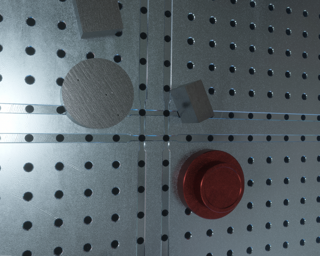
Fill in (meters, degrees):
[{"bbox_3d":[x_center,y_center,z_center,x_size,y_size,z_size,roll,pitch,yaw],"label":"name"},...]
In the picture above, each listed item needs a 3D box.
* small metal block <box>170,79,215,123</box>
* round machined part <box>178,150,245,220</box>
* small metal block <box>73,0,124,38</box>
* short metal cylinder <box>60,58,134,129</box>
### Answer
[{"bbox_3d":[0.042,-0.034,0.416,0.025,0.050,0.050,-25,99,-19],"label":"small metal block"},{"bbox_3d":[0.078,0.080,0.434,0.099,0.042,0.097,0,90,-20],"label":"round machined part"},{"bbox_3d":[-0.077,-0.142,0.384,0.050,0.025,0.050,-13,95,-20],"label":"small metal block"},{"bbox_3d":[-0.077,-0.039,0.372,0.081,0.050,0.079,0,90,-20],"label":"short metal cylinder"}]
